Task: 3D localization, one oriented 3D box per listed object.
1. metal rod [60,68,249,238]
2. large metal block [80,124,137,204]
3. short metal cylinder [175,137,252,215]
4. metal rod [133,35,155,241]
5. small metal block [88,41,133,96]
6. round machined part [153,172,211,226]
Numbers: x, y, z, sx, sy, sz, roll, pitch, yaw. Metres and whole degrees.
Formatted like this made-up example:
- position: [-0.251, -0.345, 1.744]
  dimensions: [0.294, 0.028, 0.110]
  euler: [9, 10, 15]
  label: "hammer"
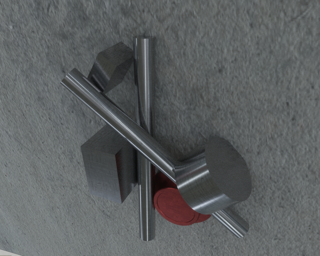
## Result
- position: [0.003, 0.039, 0.385]
  dimensions: [0.300, 0.025, 0.025]
  euler: [43, 130, -13]
  label: "metal rod"
- position: [-0.058, 0.042, 0.428]
  dimensions: [0.050, 0.080, 0.079]
  euler: [11, 123, 22]
  label: "large metal block"
- position: [0.065, 0.058, 0.374]
  dimensions: [0.080, 0.080, 0.050]
  euler: [49, 129, -6]
  label: "short metal cylinder"
- position: [-0.019, 0.031, 0.416]
  dimensions: [0.025, 0.025, 0.298]
  euler: [11, 117, 22]
  label: "metal rod"
- position: [-0.059, -0.072, 0.377]
  dimensions: [0.025, 0.050, 0.050]
  euler: [39, 129, 2]
  label: "small metal block"
- position: [0.030, 0.100, 0.443]
  dimensions: [0.098, 0.042, 0.097]
  euler: [13, 124, 20]
  label: "round machined part"
